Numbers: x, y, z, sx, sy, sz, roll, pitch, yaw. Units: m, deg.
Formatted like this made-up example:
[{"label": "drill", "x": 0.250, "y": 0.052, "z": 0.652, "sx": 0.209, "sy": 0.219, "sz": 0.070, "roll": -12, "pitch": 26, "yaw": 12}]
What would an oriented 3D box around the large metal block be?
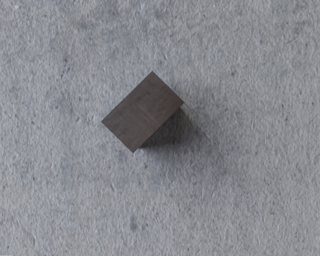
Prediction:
[{"label": "large metal block", "x": -0.019, "y": -0.018, "z": 0.382, "sx": 0.080, "sy": 0.080, "sz": 0.050, "roll": -45, "pitch": 90, "yaw": 0}]
